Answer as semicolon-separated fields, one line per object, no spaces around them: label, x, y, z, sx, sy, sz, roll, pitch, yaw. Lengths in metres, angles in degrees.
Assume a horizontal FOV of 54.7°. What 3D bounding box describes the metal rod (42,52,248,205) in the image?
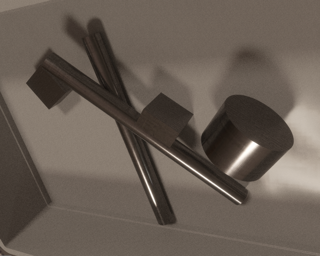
metal rod;-0.015;0.004;0.394;0.301;0.025;0.025;35;129;-5

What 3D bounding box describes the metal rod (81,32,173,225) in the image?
metal rod;-0.039;0.016;0.437;0.025;0.025;0.298;-6;116;30

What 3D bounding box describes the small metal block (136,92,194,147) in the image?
small metal block;0.007;-0.011;0.381;0.050;0.050;0.025;35;129;5

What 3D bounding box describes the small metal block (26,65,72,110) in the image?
small metal block;-0.159;-0.063;0.451;0.050;0.025;0.050;-32;101;38

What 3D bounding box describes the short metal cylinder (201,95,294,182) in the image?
short metal cylinder;0.092;0.010;0.330;0.080;0.080;0.050;34;129;5
